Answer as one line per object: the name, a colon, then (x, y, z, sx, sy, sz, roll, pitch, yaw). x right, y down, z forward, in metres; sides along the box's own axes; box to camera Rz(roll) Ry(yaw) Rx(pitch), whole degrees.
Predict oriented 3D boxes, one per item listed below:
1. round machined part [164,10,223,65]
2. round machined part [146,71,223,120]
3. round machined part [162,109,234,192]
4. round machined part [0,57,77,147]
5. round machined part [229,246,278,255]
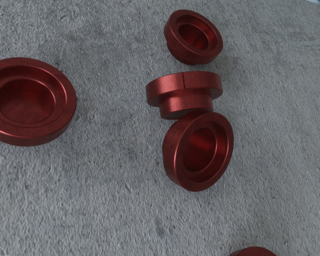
round machined part: (0.050, -0.142, 0.506, 0.099, 0.042, 0.098, 14, 56, -21)
round machined part: (0.032, -0.037, 0.400, 0.099, 0.098, 0.042, -2, 81, -29)
round machined part: (0.042, 0.024, 0.379, 0.099, 0.042, 0.097, -13, 111, -36)
round machined part: (-0.143, -0.024, 0.330, 0.099, 0.042, 0.098, 14, 56, -21)
round machined part: (0.117, 0.183, 0.344, 0.099, 0.042, 0.098, 14, 56, -21)
